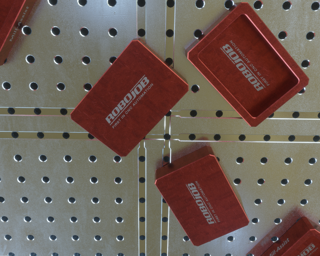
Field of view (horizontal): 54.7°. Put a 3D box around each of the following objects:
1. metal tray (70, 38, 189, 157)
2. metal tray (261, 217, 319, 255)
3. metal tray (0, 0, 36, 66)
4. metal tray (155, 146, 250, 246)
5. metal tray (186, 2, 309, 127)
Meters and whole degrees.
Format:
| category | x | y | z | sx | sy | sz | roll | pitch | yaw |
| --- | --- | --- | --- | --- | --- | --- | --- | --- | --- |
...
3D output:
| category | x | y | z | sx | sy | sz | roll | pitch | yaw |
| --- | --- | --- | --- | --- | --- | --- | --- | --- | --- |
| metal tray | -0.039 | -0.037 | 0.397 | 0.090 | 0.030 | 0.130 | 40 | 105 | -14 |
| metal tray | 0.220 | 0.214 | 0.492 | 0.090 | 0.030 | 0.129 | 34 | 106 | -12 |
| metal tray | -0.203 | -0.145 | 0.354 | 0.090 | 0.030 | 0.129 | 32 | 107 | -12 |
| metal tray | 0.061 | 0.101 | 0.449 | 0.090 | 0.030 | 0.130 | -27 | 108 | 9 |
| metal tray | 0.107 | -0.076 | 0.384 | 0.090 | 0.030 | 0.130 | -42 | 105 | 13 |
